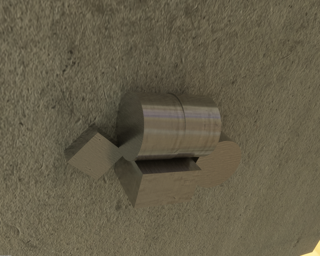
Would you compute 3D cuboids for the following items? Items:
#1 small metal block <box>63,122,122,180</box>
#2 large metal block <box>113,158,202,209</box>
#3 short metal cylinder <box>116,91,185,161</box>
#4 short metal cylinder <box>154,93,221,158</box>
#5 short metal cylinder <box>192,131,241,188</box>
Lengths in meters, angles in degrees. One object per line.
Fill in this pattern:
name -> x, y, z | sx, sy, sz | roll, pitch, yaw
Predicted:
small metal block -> -0.081, 0.030, 0.383 | 0.050, 0.025, 0.050 | -44, 129, 2
large metal block -> -0.006, 0.054, 0.404 | 0.081, 0.080, 0.050 | 1, 118, -29
short metal cylinder -> -0.013, -0.002, 0.365 | 0.050, 0.080, 0.079 | 1, 118, -29
short metal cylinder -> 0.031, -0.003, 0.388 | 0.050, 0.080, 0.079 | 1, 118, -29
short metal cylinder -> 0.071, 0.040, 0.456 | 0.081, 0.050, 0.079 | -14, 124, -21
